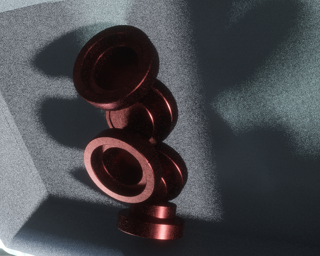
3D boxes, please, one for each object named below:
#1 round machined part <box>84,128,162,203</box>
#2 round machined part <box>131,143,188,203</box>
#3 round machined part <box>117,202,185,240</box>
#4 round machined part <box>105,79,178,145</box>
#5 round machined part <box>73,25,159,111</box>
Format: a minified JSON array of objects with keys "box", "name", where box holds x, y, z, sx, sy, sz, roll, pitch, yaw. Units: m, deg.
[{"box":[-0.042,0.042,0.386,0.098,0.042,0.097,13,124,20],"name":"round machined part"},{"box":[-0.013,0.068,0.442,0.098,0.042,0.097,13,124,20],"name":"round machined part"},{"box":[-0.012,0.129,0.457,0.098,0.098,0.042,6,84,24],"name":"round machined part"},{"box":[-0.030,-0.018,0.398,0.098,0.042,0.097,13,124,20],"name":"round machined part"},{"box":[-0.046,-0.064,0.355,0.098,0.098,0.042,7,164,24],"name":"round machined part"}]
